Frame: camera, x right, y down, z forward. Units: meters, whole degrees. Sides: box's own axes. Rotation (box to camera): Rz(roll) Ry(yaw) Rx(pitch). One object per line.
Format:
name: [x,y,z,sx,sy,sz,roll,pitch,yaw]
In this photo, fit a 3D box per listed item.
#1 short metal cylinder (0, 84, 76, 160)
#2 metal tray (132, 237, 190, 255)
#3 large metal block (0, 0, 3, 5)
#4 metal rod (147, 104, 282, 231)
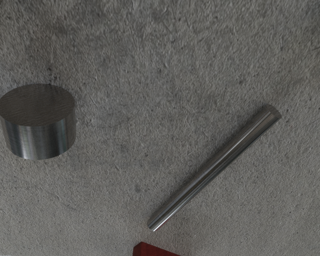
short metal cylinder: [-0.140,-0.009,0.362,0.081,0.080,0.050,6,130,-5]
metal tray: [0.005,0.286,0.624,0.131,0.090,0.030,30,129,-22]
large metal block: [-0.176,-0.143,0.267,0.080,0.050,0.080,35,122,-26]
metal rod: [0.066,0.076,0.472,0.025,0.025,0.298,25,126,-20]
